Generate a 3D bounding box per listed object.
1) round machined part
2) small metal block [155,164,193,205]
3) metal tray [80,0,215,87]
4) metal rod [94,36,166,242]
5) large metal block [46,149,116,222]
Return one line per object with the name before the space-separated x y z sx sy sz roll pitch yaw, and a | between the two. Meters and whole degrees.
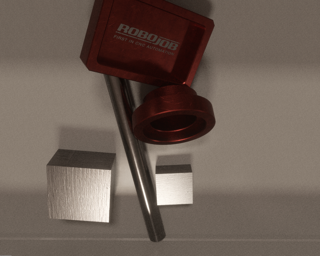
round machined part | 0.015 -0.017 0.378 0.099 0.098 0.042 -6 65 -3
small metal block | 0.020 0.081 0.441 0.050 0.025 0.050 -3 110 0
metal tray | -0.012 -0.097 0.344 0.131 0.030 0.089 9 112 -31
metal rod | -0.035 0.028 0.421 0.025 0.025 0.298 -12 110 4
large metal block | -0.106 0.078 0.425 0.081 0.050 0.079 5 110 -2
